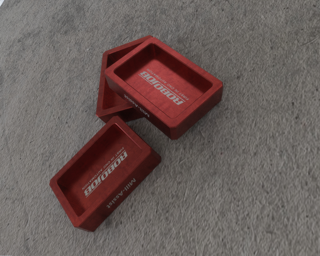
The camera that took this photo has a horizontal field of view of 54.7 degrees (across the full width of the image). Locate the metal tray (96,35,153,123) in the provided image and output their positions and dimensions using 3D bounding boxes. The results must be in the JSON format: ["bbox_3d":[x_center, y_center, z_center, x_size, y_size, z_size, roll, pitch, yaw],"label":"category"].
[{"bbox_3d":[-0.046,-0.073,0.469,0.090,0.030,0.130,-14,56,20],"label":"metal tray"}]

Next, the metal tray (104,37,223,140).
[{"bbox_3d":[0.004,-0.056,0.400,0.090,0.030,0.130,-41,63,-18],"label":"metal tray"}]

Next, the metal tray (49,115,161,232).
[{"bbox_3d":[-0.073,0.056,0.404,0.130,0.030,0.090,-46,51,-4],"label":"metal tray"}]
